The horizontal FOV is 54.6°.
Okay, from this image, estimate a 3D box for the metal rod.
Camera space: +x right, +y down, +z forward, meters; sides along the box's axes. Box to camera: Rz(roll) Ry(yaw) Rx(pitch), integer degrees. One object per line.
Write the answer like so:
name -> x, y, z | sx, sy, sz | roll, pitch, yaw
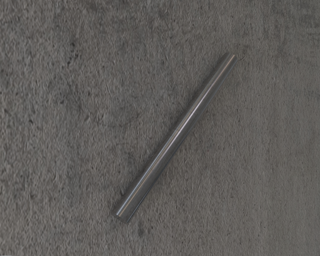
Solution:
metal rod -> 0.033, -0.002, 0.430 | 0.025, 0.025, 0.301 | 51, 60, -28
